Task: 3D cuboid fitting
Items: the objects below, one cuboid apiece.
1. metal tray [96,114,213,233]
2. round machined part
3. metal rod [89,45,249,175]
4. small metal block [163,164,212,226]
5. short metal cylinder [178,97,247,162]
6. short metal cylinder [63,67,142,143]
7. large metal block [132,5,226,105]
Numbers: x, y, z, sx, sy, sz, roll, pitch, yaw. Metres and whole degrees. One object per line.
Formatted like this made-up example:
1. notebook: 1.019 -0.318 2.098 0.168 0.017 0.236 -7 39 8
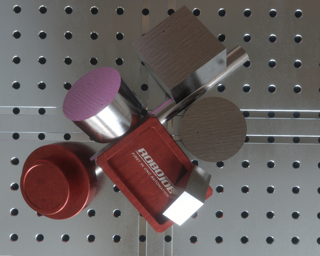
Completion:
1. metal tray: -0.006 0.058 0.396 0.090 0.030 0.130 -38 103 0
2. round machined part: -0.134 0.069 0.391 0.098 0.042 0.097 2 96 15
3. metal rod: -0.009 -0.009 0.415 0.300 0.025 0.025 -37 90 0
4. small metal block: 0.033 0.080 0.372 0.025 0.050 0.050 35 125 -2
5. short metal cylinder: 0.065 0.002 0.401 0.081 0.050 0.079 0 90 0
6. short metal cylinder: -0.070 -0.028 0.380 0.080 0.050 0.080 -15 51 20
7. large metal block: 0.026 -0.090 0.389 0.080 0.050 0.080 -37 71 0
